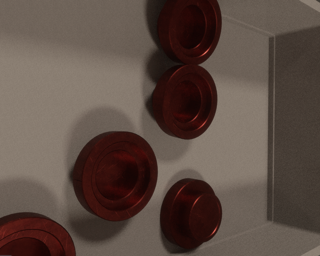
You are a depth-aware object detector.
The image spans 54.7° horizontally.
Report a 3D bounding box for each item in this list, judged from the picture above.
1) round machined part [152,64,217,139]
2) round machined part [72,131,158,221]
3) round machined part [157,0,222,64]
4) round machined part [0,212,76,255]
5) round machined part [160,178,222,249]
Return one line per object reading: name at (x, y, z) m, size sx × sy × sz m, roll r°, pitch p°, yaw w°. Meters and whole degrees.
round machined part at (0.029, -0.036, 0.416) m, size 0.099 × 0.042 × 0.097 m, roll -8°, pitch 103°, yaw -38°
round machined part at (-0.053, 0.052, 0.352) m, size 0.099 × 0.042 × 0.097 m, roll 0°, pitch 90°, yaw -40°
round machined part at (0.035, -0.135, 0.415) m, size 0.099 × 0.042 × 0.097 m, roll -18°, pitch 119°, yaw -37°
round machined part at (-0.133, 0.127, 0.286) m, size 0.099 × 0.042 × 0.097 m, roll 0°, pitch 90°, yaw -40°
round machined part at (0.051, 0.123, 0.441) m, size 0.099 × 0.042 × 0.097 m, roll 0°, pitch 90°, yaw -40°
